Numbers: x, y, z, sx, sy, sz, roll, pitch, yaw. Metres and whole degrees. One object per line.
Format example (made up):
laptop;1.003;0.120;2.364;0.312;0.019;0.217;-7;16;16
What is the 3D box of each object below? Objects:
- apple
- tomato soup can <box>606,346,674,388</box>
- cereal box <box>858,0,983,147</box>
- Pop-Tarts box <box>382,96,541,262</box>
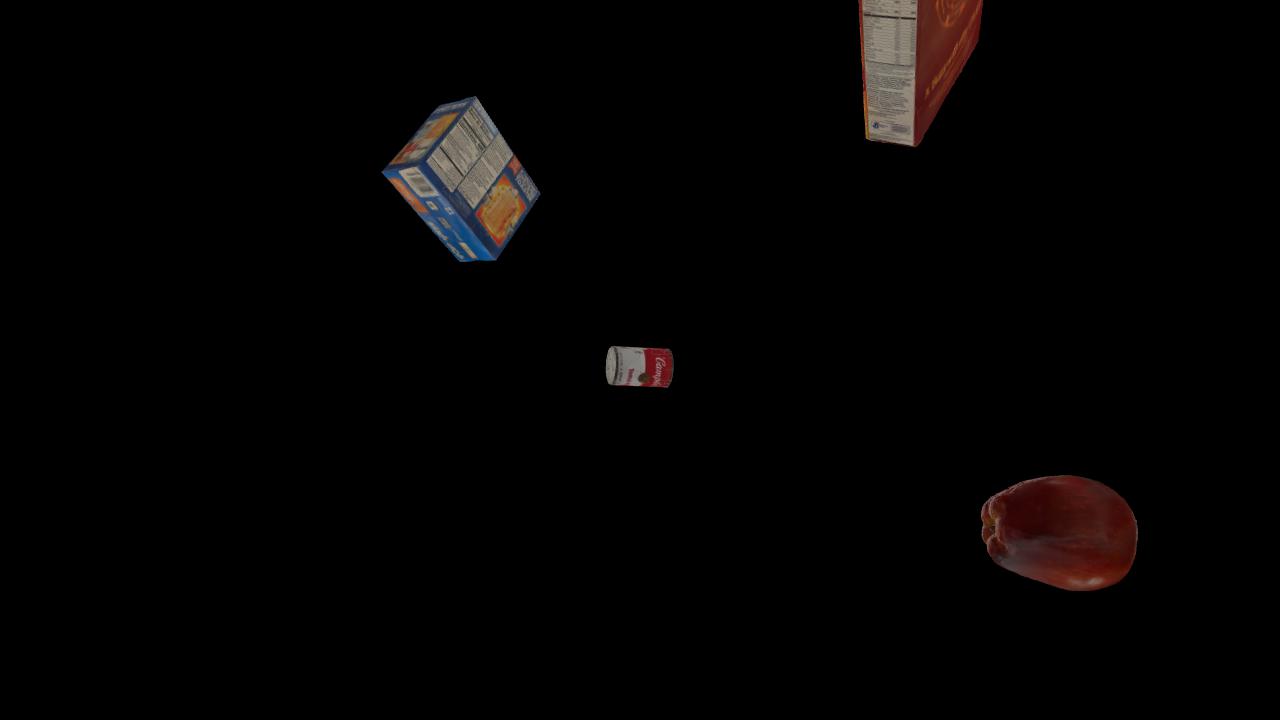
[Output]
apple;0.291;0.118;0.428;0.093;0.079;0.079;4;0;8
tomato soup can;-0.001;0.011;1.037;0.101;0.068;0.068;3;-1;-16
cereal box;0.327;-0.430;0.702;0.081;0.203;0.306;25;-14;32
Pop-Tarts box;-0.239;-0.243;0.849;0.083;0.141;0.167;7;-32;33
